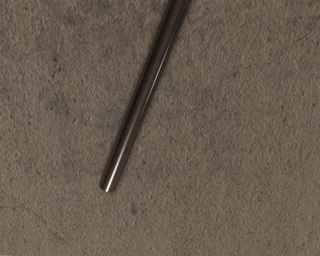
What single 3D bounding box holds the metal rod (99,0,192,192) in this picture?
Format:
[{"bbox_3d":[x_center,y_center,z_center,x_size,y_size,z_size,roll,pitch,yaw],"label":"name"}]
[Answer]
[{"bbox_3d":[-0.019,-0.047,0.392,0.025,0.025,0.298,20,109,-8],"label":"metal rod"}]
